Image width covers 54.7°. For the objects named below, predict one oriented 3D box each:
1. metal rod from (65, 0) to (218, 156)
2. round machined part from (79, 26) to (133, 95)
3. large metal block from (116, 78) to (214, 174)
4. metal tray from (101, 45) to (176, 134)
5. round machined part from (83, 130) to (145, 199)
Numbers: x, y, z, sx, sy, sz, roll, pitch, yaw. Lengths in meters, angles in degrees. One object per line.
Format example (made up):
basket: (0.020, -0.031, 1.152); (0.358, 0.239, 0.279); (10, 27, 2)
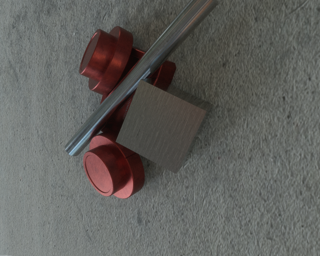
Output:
metal rod: (-0.042, -0.053, 0.402); (0.299, 0.025, 0.025); (-42, 65, 31)
round machined part: (-0.080, -0.099, 0.435); (0.098, 0.042, 0.098); (-41, 37, 42)
large metal block: (0.006, -0.006, 0.366); (0.080, 0.050, 0.079); (27, 108, 11)
metal tray: (-0.038, -0.043, 0.435); (0.090, 0.030, 0.129); (31, 109, 35)
round machined part: (-0.070, 0.055, 0.431); (0.098, 0.042, 0.097); (24, 127, 37)
